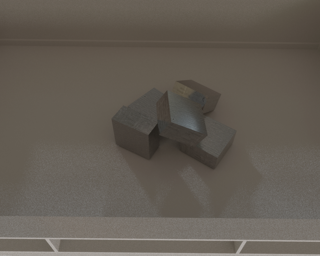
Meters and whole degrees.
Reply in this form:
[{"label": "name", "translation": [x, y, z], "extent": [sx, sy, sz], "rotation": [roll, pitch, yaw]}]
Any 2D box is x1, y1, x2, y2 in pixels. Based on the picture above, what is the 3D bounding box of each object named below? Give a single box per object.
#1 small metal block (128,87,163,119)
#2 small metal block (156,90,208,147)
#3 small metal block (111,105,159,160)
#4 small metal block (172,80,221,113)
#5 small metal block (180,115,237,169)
[{"label": "small metal block", "translation": [-0.007, -0.022, 0.420], "extent": [0.050, 0.025, 0.050], "rotation": [36, 58, 26]}, {"label": "small metal block", "translation": [0.025, -0.011, 0.365], "extent": [0.050, 0.025, 0.050], "rotation": [20, 44, -27]}, {"label": "small metal block", "translation": [-0.029, 0.006, 0.380], "extent": [0.050, 0.050, 0.025], "rotation": [23, 54, 18]}, {"label": "small metal block", "translation": [0.049, -0.044, 0.426], "extent": [0.050, 0.025, 0.050], "rotation": [30, 23, 22]}, {"label": "small metal block", "translation": [0.060, 0.016, 0.390], "extent": [0.050, 0.025, 0.050], "rotation": [28, 55, 21]}]
